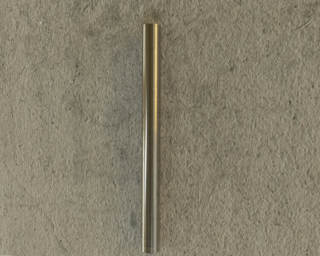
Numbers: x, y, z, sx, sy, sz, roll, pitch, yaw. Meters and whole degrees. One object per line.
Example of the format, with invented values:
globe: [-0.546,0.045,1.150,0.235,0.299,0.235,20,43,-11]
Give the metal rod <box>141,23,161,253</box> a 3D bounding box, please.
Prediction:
metal rod: [-0.012,0.014,0.413,0.025,0.025,0.298,0,90,19]
